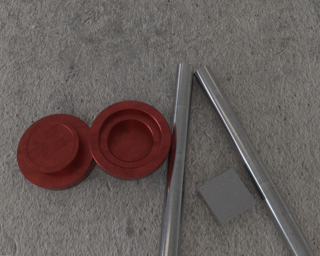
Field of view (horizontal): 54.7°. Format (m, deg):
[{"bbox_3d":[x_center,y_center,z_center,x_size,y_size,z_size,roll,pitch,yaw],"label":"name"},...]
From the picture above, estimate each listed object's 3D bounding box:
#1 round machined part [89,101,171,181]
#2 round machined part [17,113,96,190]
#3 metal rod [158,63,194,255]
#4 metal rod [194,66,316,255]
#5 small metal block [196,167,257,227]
[{"bbox_3d":[-0.037,0.018,0.390,0.099,0.042,0.098,1,70,-4],"label":"round machined part"},{"bbox_3d":[-0.130,0.026,0.389,0.099,0.042,0.098,0,70,0],"label":"round machined part"},{"bbox_3d":[0.021,0.054,0.388,0.025,0.025,0.299,6,70,2],"label":"metal rod"},{"bbox_3d":[0.119,0.049,0.391,0.025,0.025,0.299,-22,72,-8],"label":"metal rod"},{"bbox_3d":[0.080,0.084,0.378,0.050,0.025,0.050,-29,73,-10],"label":"small metal block"}]
